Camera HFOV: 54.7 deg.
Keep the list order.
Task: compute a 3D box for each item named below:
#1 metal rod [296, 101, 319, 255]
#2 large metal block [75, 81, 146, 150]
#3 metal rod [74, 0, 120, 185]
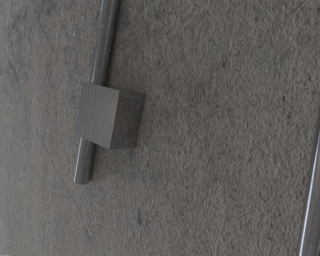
[{"bbox_3d":[0.145,0.081,0.285,0.025,0.025,0.298,11,97,39],"label":"metal rod"},{"bbox_3d":[-0.073,-0.020,0.449,0.080,0.050,0.079,18,102,38],"label":"large metal block"},{"bbox_3d":[-0.101,-0.055,0.488,0.025,0.025,0.298,19,102,38],"label":"metal rod"}]
